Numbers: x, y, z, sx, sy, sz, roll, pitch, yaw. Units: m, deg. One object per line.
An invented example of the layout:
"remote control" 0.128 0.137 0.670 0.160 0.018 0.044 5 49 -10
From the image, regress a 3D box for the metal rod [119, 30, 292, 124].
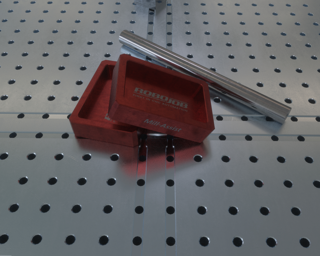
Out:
"metal rod" 0.055 -0.088 0.481 0.300 0.025 0.025 31 57 23

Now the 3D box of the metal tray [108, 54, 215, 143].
"metal tray" 0.003 -0.038 0.401 0.131 0.030 0.090 15 49 -20

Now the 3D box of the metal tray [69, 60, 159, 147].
"metal tray" -0.059 -0.040 0.437 0.090 0.030 0.130 10 51 8

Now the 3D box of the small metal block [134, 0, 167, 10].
"small metal block" -0.018 -0.271 0.635 0.050 0.025 0.050 24 54 18
